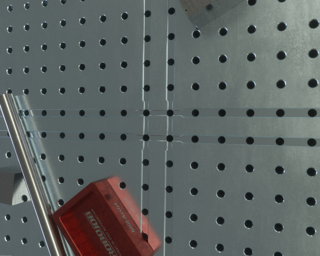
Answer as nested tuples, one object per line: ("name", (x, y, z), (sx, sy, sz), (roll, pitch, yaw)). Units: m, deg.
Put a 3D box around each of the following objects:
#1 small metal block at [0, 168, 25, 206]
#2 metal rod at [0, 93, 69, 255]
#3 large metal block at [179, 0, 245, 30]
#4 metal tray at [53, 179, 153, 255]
("small metal block", (-0.247, 0.093, 0.500), (0.050, 0.025, 0.050), (6, 92, 19))
("metal rod", (-0.194, 0.087, 0.481), (0.025, 0.025, 0.299), (-25, 82, 18))
("large metal block", (0.057, -0.182, 0.379), (0.080, 0.050, 0.080), (-29, 81, 17))
("metal tray", (-0.083, 0.150, 0.438), (0.090, 0.030, 0.130), (-39, 78, 15))
